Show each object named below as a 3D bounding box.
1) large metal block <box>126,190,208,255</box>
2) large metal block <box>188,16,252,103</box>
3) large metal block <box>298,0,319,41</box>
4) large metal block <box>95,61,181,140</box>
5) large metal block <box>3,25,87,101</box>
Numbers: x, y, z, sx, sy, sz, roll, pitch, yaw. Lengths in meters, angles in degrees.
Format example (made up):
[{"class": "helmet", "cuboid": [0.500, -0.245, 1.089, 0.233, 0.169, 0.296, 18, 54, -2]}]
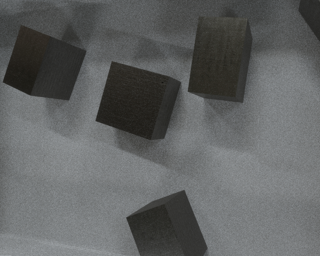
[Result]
[{"class": "large metal block", "cuboid": [0.012, 0.129, 0.377, 0.050, 0.080, 0.080, -24, 82, 18]}, {"class": "large metal block", "cuboid": [0.072, -0.074, 0.356, 0.050, 0.080, 0.079, 9, 93, 20]}, {"class": "large metal block", "cuboid": [0.194, -0.137, 0.312, 0.080, 0.080, 0.050, -31, 80, 17]}, {"class": "large metal block", "cuboid": [-0.028, -0.035, 0.407, 0.080, 0.050, 0.080, 18, 96, 19]}, {"class": "large metal block", "cuboid": [-0.160, -0.088, 0.438, 0.050, 0.080, 0.080, 24, 98, 18]}]
